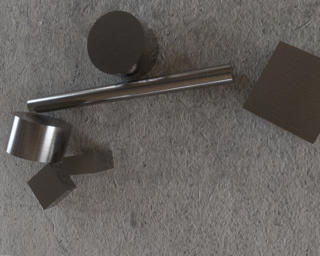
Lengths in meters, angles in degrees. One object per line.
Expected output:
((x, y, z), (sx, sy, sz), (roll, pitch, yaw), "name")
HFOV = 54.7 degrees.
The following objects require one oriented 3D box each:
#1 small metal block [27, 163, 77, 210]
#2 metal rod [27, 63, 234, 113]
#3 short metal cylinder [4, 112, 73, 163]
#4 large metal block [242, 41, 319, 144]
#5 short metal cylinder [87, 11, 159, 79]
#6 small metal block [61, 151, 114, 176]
((-0.162, 0.086, 0.464), (0.050, 0.025, 0.050), (-40, 78, 15), "small metal block")
((-0.053, -0.050, 0.426), (0.301, 0.025, 0.025), (-7, 88, 19), "metal rod")
((-0.171, 0.012, 0.438), (0.080, 0.080, 0.050), (18, 96, 18), "short metal cylinder")
((0.149, -0.038, 0.343), (0.080, 0.050, 0.080), (30, 100, 17), "large metal block")
((-0.048, -0.107, 0.412), (0.080, 0.050, 0.079), (0, 90, 19), "short metal cylinder")
((-0.099, 0.049, 0.429), (0.050, 0.050, 0.025), (-8, 88, 19), "small metal block")
